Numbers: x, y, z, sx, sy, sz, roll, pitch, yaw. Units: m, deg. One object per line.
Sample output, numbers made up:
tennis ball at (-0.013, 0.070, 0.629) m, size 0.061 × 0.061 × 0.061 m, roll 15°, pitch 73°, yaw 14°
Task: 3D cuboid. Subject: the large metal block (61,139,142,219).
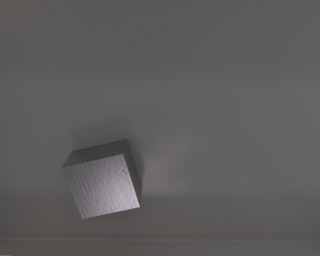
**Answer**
large metal block at (-0.075, 0.068, 0.423) m, size 0.080 × 0.050 × 0.080 m, roll -13°, pitch 110°, yaw 4°
